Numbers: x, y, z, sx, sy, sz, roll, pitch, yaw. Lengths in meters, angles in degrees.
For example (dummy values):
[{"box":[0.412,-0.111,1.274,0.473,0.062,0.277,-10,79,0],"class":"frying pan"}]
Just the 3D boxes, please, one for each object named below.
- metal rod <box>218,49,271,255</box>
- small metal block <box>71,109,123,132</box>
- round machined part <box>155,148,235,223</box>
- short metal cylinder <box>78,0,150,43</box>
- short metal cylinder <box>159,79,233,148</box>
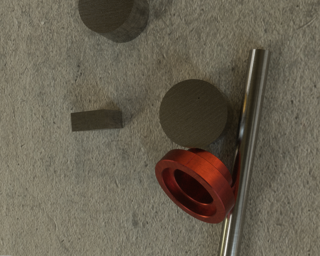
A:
[{"box":[0.098,0.057,0.374,0.025,0.025,0.298,9,93,19],"class":"metal rod"},{"box":[-0.085,-0.010,0.426,0.050,0.050,0.025,-5,89,20],"class":"small metal block"},{"box":[0.045,0.062,0.365,0.098,0.097,0.042,37,58,16],"class":"round machined part"},{"box":[-0.061,-0.161,0.417,0.080,0.050,0.079,0,90,20],"class":"short metal cylinder"},{"box":[0.046,-0.017,0.380,0.080,0.050,0.079,0,90,20],"class":"short metal cylinder"}]
